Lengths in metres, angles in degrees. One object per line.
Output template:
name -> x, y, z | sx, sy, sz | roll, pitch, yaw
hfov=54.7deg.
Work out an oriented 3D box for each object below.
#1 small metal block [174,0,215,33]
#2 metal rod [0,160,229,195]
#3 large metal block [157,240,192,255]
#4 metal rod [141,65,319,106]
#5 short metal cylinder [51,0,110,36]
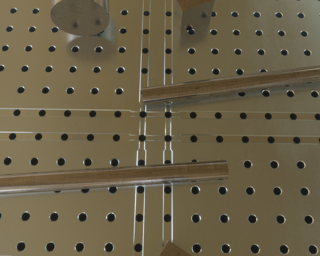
small metal block -> 0.050, -0.175, 0.463 | 0.050, 0.050, 0.025 | -22, 72, -8
metal rod -> -0.067, 0.062, 0.388 | 0.302, 0.025, 0.025 | -3, 70, -2
large metal block -> 0.008, 0.167, 0.322 | 0.050, 0.080, 0.080 | 32, 73, 10
metal rod -> 0.125, -0.064, 0.436 | 0.302, 0.025, 0.025 | -8, 70, -4
short metal cylinder -> -0.114, -0.178, 0.446 | 0.081, 0.080, 0.050 | -4, 70, -2
